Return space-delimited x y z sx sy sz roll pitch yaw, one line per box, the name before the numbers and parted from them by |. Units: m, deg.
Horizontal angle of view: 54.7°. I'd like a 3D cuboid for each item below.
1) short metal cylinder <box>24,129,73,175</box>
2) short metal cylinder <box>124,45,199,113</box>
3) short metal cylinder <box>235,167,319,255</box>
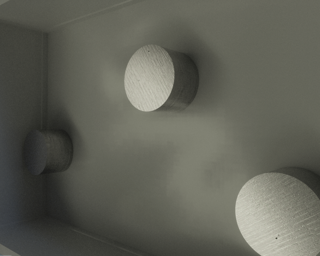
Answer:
short metal cylinder | -0.201 0.042 0.557 0.080 0.050 0.080 0 90 40
short metal cylinder | 0.001 -0.060 0.389 0.080 0.050 0.080 0 90 40
short metal cylinder | 0.120 0.079 0.292 0.080 0.050 0.080 0 90 40
